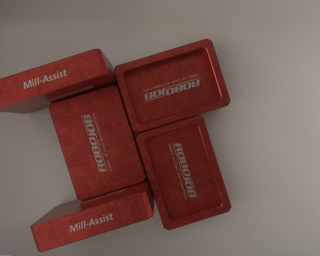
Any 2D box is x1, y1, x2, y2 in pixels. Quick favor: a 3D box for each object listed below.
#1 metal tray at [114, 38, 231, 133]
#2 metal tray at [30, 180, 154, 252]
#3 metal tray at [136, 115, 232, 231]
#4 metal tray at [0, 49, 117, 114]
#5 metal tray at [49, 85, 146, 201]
[{"bbox_3d":[0.016,-0.054,0.407,0.131,0.030,0.090,-17,90,-1],"label":"metal tray"},{"bbox_3d":[-0.074,0.101,0.375,0.131,0.090,0.030,-17,90,-1],"label":"metal tray"},{"bbox_3d":[0.030,0.057,0.408,0.090,0.030,0.129,-17,90,-1],"label":"metal tray"},{"bbox_3d":[-0.123,-0.052,0.374,0.131,0.090,0.030,-18,90,-1],"label":"metal tray"},{"bbox_3d":[-0.079,0.019,0.405,0.090,0.030,0.129,-17,90,-1],"label":"metal tray"}]
